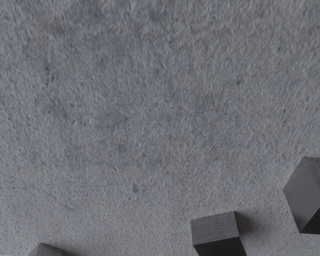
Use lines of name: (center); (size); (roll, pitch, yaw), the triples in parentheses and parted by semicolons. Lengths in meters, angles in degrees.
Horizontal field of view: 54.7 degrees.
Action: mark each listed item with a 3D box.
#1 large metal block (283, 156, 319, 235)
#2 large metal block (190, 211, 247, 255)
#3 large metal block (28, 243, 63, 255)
large metal block: (0.234, 0.101, 0.461); (0.050, 0.080, 0.079); (6, 130, -5)
large metal block: (0.108, 0.203, 0.565); (0.080, 0.050, 0.080); (-16, 129, 13)
large metal block: (-0.242, 0.289, 0.614); (0.050, 0.080, 0.080); (30, 124, -23)
